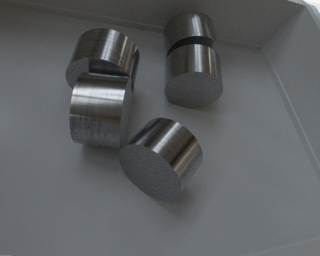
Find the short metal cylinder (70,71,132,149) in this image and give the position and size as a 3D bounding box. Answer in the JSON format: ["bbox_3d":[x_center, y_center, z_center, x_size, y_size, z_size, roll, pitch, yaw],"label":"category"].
[{"bbox_3d":[-0.062,-0.020,0.342,0.050,0.080,0.080,7,56,1],"label":"short metal cylinder"}]

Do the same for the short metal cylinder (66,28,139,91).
[{"bbox_3d":[-0.068,-0.074,0.380,0.081,0.080,0.050,19,54,-18],"label":"short metal cylinder"}]

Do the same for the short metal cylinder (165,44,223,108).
[{"bbox_3d":[0.047,-0.072,0.442,0.081,0.080,0.050,15,56,-20],"label":"short metal cylinder"}]

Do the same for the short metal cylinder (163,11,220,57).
[{"bbox_3d":[0.047,-0.131,0.478,0.081,0.080,0.050,8,58,-25],"label":"short metal cylinder"}]

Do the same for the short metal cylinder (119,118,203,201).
[{"bbox_3d":[0.001,0.035,0.351,0.080,0.080,0.050,42,51,0],"label":"short metal cylinder"}]
